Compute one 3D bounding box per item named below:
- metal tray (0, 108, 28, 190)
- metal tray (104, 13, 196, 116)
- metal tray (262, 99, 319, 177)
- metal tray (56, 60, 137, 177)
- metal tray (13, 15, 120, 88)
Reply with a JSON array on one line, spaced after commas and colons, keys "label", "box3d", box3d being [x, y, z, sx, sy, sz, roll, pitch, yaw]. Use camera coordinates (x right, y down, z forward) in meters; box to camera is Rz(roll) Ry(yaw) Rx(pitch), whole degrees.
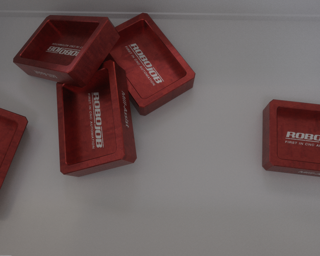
[{"label": "metal tray", "box3d": [-0.228, 0.034, 0.372, 0.091, 0.030, 0.130, 22, 69, -22]}, {"label": "metal tray", "box3d": [-0.023, -0.093, 0.440, 0.090, 0.030, 0.130, -32, 73, -11]}, {"label": "metal tray", "box3d": [0.203, 0.016, 0.402, 0.131, 0.030, 0.090, 7, 70, 2]}, {"label": "metal tray", "box3d": [-0.083, -0.011, 0.391, 0.090, 0.030, 0.130, -16, 70, 19]}, {"label": "metal tray", "box3d": [-0.127, -0.107, 0.414, 0.130, 0.030, 0.090, 16, 68, 35]}]
